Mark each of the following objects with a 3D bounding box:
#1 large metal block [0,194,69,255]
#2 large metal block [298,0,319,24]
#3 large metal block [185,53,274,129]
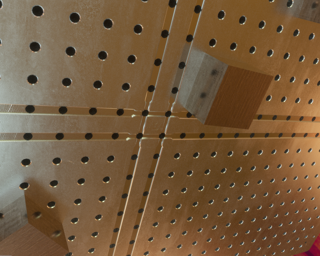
[{"bbox_3d":[-0.176,0.144,0.389,0.080,0.050,0.080,-35,129,-6],"label":"large metal block"},{"bbox_3d":[0.249,-0.184,0.420,0.081,0.050,0.079,-7,122,-25],"label":"large metal block"},{"bbox_3d":[0.092,-0.048,0.418,0.081,0.050,0.079,5,116,-31],"label":"large metal block"}]
